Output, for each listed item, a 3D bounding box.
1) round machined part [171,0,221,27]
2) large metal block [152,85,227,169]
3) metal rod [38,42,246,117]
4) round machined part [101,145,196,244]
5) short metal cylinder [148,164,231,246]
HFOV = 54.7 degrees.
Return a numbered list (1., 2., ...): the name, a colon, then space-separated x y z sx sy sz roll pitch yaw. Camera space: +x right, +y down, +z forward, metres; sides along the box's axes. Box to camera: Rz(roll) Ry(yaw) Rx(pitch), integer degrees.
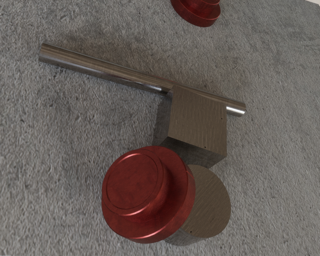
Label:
1. round machined part: 0.073 -0.240 0.578 0.099 0.042 0.098 14 56 -21
2. large metal block: 0.040 0.001 0.408 0.080 0.050 0.080 20 54 -17
3. metal rod: -0.010 -0.062 0.436 0.302 0.025 0.025 13 56 -21
4. round machined part: -0.018 0.060 0.309 0.042 0.098 0.098 50 36 -47
5. short metal cylinder: 0.032 0.088 0.351 0.081 0.050 0.080 14 56 -21
